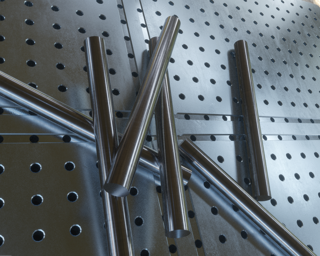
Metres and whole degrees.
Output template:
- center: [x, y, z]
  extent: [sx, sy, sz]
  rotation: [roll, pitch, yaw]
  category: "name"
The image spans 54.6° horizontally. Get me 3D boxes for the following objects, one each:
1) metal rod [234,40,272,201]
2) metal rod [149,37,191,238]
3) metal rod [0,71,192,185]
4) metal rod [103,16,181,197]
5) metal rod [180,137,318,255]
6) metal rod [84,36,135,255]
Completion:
- center: [0.146, -0.030, 0.503]
  extent: [0.025, 0.025, 0.300]
  rotation: [16, 55, -19]
  category: "metal rod"
- center: [0.006, -0.014, 0.395]
  extent: [0.025, 0.025, 0.300]
  rotation: [12, 49, -22]
  category: "metal rod"
- center: [-0.098, -0.007, 0.359]
  extent: [0.301, 0.025, 0.025]
  rotation: [28, 52, -11]
  category: "metal rod"
- center: [-0.011, -0.053, 0.387]
  extent: [0.025, 0.025, 0.300]
  rotation: [26, 49, -12]
  category: "metal rod"
- center: [0.138, 0.122, 0.407]
  extent: [0.300, 0.025, 0.025]
  rotation: [42, 51, 1]
  category: "metal rod"
- center: [-0.054, 0.036, 0.330]
  extent: [0.025, 0.025, 0.299]
  rotation: [-1, 70, -29]
  category: "metal rod"
